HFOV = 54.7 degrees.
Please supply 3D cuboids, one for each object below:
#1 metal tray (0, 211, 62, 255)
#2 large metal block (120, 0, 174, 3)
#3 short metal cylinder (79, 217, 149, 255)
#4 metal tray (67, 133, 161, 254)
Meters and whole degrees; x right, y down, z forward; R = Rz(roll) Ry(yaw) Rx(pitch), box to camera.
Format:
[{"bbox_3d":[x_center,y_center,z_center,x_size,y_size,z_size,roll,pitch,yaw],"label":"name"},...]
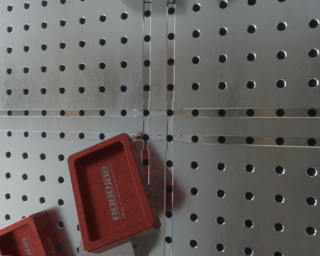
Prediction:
[{"bbox_3d":[-0.198,0.206,0.479,0.090,0.030,0.130,-27,81,18],"label":"metal tray"},{"bbox_3d":[-0.021,-0.215,0.407,0.080,0.050,0.079,10,93,19],"label":"large metal block"},{"bbox_3d":[-0.061,0.161,0.421,0.080,0.050,0.079,0,90,20],"label":"short metal cylinder"},{"bbox_3d":[-0.062,0.081,0.397,0.090,0.030,0.130,-23,61,4],"label":"metal tray"}]
